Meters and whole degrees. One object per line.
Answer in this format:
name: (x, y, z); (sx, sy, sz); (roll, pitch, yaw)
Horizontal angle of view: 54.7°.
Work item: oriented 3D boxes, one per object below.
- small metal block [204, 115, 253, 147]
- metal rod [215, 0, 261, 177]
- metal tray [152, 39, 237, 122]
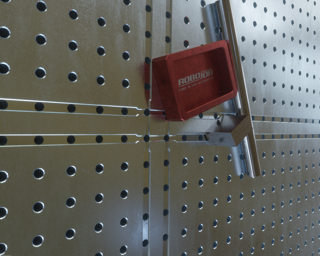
small metal block: (0.107, 0.004, 0.482); (0.050, 0.050, 0.025); (-39, 114, -33)
metal rod: (0.133, -0.061, 0.520); (0.025, 0.025, 0.298); (-22, 104, -38)
metal tray: (0.056, -0.071, 0.451); (0.131, 0.030, 0.089); (-25, 106, -37)
